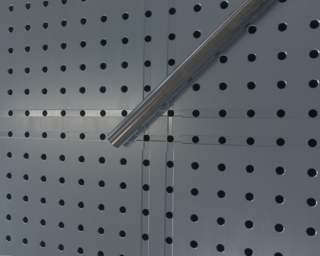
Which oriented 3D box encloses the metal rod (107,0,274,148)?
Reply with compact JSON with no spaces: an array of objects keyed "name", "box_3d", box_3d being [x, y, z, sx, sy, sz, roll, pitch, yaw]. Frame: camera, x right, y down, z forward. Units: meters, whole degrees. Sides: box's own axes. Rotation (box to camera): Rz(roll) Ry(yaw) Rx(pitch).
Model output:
[{"name":"metal rod","box_3d":[0.041,-0.080,0.398,0.299,0.025,0.025,-43,77,15]}]
